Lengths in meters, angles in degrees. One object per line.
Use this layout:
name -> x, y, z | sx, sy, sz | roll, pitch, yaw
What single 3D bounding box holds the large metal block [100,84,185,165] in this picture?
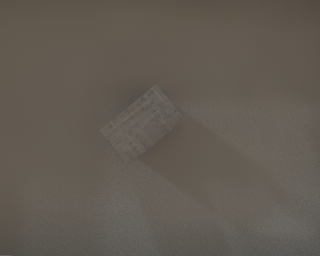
large metal block -> -0.019, -0.004, 0.381 | 0.080, 0.080, 0.050 | -40, 90, 0
